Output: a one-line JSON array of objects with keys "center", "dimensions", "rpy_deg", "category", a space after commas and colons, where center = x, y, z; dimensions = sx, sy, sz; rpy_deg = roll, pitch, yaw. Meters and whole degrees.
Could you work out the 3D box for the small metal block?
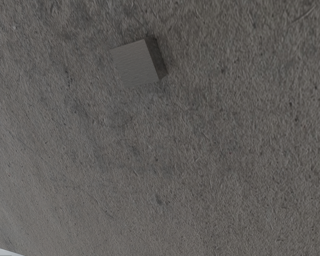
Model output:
[{"center": [-0.025, -0.079, 0.372], "dimensions": [0.050, 0.025, 0.050], "rpy_deg": [-8, 115, 31], "category": "small metal block"}]
